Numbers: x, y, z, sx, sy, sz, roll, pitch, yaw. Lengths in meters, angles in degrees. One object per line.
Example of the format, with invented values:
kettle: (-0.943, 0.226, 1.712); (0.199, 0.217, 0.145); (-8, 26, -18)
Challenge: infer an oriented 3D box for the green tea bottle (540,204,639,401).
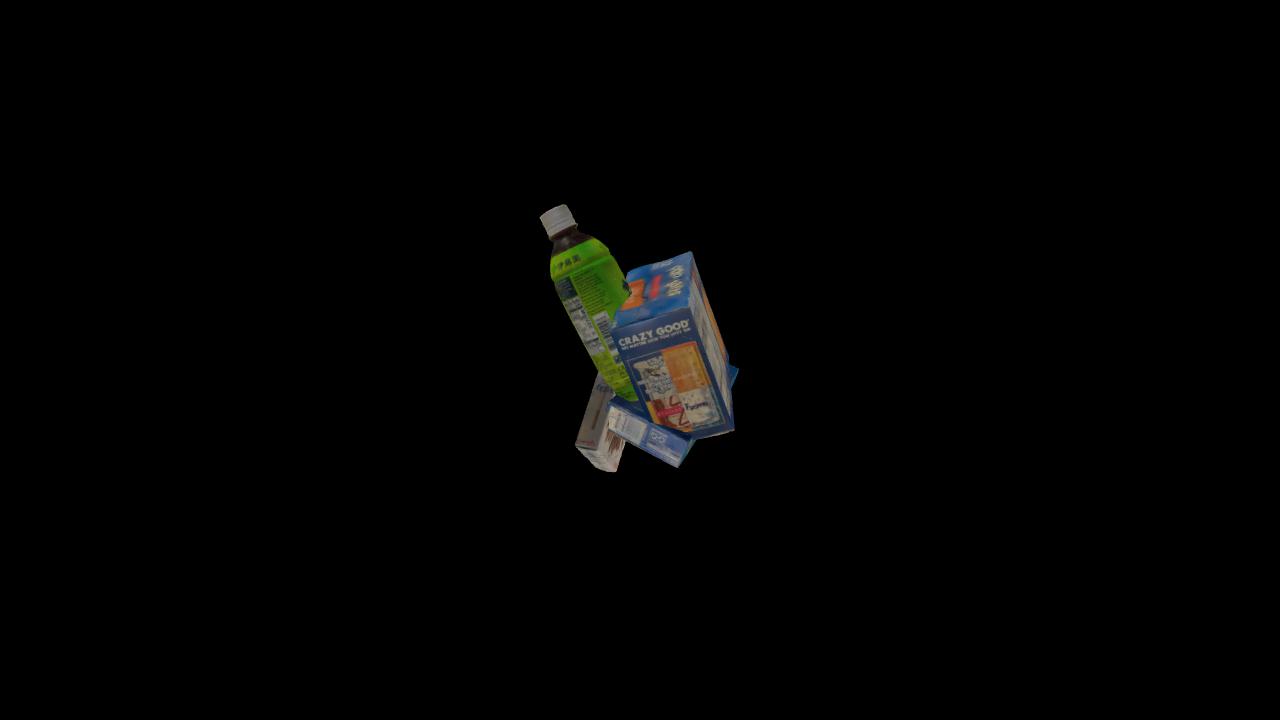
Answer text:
green tea bottle: (-0.041, -0.058, 0.635); (0.073, 0.212, 0.073); (-26, 9, 5)

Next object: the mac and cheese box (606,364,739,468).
mac and cheese box: (0.040, 0.040, 0.686); (0.093, 0.041, 0.184); (25, 30, 15)

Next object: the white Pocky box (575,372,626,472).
white Pocky box: (-0.026, 0.037, 0.670); (0.028, 0.154, 0.084); (10, -23, 18)

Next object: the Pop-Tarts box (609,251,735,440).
Pop-Tarts box: (0.038, -0.016, 0.651); (0.083, 0.141, 0.167); (-17, 25, 13)
